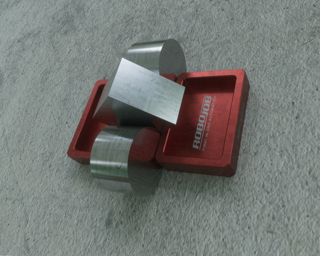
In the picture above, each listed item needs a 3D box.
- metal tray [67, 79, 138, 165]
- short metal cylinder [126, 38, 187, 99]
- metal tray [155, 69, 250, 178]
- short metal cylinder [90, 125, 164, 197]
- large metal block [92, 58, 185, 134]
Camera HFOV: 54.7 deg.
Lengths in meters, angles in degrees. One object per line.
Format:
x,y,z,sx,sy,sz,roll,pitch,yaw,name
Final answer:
-0.070,-0.010,0.445,0.090,0.030,0.130,2,62,29,metal tray
-0.004,-0.078,0.420,0.050,0.080,0.080,2,63,29,short metal cylinder
0.054,-0.009,0.380,0.090,0.030,0.130,2,62,29,metal tray
-0.036,0.037,0.366,0.050,0.080,0.080,2,63,29,short metal cylinder
-0.028,-0.030,0.377,0.080,0.080,0.050,-35,36,61,large metal block
